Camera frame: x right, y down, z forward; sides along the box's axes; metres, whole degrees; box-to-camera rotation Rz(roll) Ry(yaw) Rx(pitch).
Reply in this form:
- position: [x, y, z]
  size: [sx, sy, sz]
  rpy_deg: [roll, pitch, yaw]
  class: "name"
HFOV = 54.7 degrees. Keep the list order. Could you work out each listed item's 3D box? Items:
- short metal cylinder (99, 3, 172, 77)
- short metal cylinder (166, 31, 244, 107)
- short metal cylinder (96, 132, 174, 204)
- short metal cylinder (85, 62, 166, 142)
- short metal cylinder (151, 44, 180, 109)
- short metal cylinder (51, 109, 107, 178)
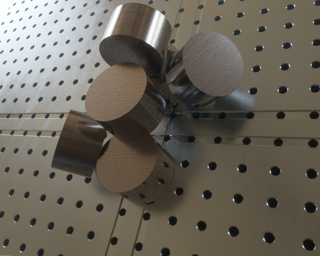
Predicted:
- position: [-0.029, -0.107, 0.388]
  size: [0.080, 0.080, 0.050]
  rpy_deg: [0, 62, 28]
  class: "short metal cylinder"
- position: [0.054, -0.070, 0.379]
  size: [0.080, 0.080, 0.050]
  rpy_deg: [-66, 15, -19]
  class: "short metal cylinder"
- position: [-0.029, 0.047, 0.378]
  size: [0.080, 0.050, 0.080]
  rpy_deg: [-13, 57, 21]
  class: "short metal cylinder"
- position: [-0.040, -0.031, 0.367]
  size: [0.080, 0.050, 0.080]
  rpy_deg: [-13, 56, 21]
  class: "short metal cylinder"
- position: [-0.001, -0.073, 0.437]
  size: [0.080, 0.050, 0.080]
  rpy_deg: [-13, 57, 21]
  class: "short metal cylinder"
- position: [-0.104, 0.021, 0.408]
  size: [0.050, 0.080, 0.080]
  rpy_deg: [18, 64, -12]
  class: "short metal cylinder"
